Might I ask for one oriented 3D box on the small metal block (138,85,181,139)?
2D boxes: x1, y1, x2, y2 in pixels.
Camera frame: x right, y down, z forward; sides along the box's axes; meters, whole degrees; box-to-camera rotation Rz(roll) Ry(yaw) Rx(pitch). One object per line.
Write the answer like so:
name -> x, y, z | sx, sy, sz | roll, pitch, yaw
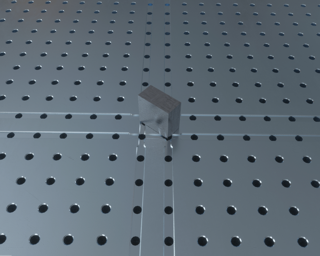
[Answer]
small metal block -> -0.001, -0.021, 0.409 | 0.050, 0.050, 0.025 | 33, 57, 24
